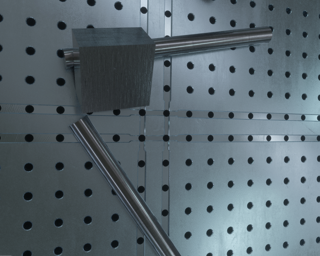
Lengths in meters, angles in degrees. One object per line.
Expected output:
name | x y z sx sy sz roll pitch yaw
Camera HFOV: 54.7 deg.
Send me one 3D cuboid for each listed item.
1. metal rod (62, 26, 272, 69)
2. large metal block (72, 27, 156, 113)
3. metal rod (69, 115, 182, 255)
metal rod | 0.024 -0.113 0.422 0.302 0.025 0.025 -12 95 -20
large metal block | -0.055 -0.068 0.359 0.081 0.050 0.079 -8 130 -20
metal rod | -0.022 0.115 0.405 0.025 0.025 0.299 -36 102 -17
